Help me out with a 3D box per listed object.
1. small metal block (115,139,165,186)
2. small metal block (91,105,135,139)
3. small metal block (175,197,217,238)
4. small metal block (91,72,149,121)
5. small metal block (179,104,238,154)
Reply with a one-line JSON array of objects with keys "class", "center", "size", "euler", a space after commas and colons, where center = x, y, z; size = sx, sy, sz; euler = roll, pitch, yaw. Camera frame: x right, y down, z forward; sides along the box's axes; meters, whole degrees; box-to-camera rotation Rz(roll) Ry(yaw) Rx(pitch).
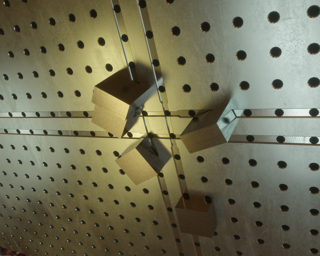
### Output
[{"class": "small metal block", "center": [-0.030, 0.052, 0.460], "size": [0.050, 0.025, 0.050], "euler": [-33, 100, 38]}, {"class": "small metal block", "center": [-0.064, -0.021, 0.433], "size": [0.050, 0.025, 0.050], "euler": [30, 128, 9]}, {"class": "small metal block", "center": [0.055, 0.134, 0.466], "size": [0.050, 0.025, 0.050], "euler": [1, 119, 28]}, {"class": "small metal block", "center": [-0.051, -0.042, 0.397], "size": [0.050, 0.050, 0.025], "euler": [29, 128, 10]}, {"class": "small metal block", "center": [0.058, 0.001, 0.365], "size": [0.050, 0.050, 0.025], "euler": [-22, 107, 36]}]
